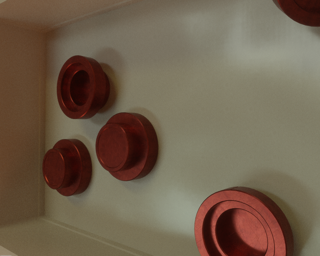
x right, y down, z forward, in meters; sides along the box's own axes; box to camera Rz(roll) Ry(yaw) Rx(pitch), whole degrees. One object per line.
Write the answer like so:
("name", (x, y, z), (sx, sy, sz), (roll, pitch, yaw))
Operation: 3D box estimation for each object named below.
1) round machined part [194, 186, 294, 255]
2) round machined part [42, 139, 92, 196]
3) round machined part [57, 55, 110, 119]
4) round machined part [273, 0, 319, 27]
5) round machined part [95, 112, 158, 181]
("round machined part", (0.088, 0.109, 0.322), (0.098, 0.042, 0.097), (0, 90, 39))
("round machined part", (-0.164, 0.068, 0.528), (0.098, 0.042, 0.097), (0, 90, 39))
("round machined part", (-0.117, -0.062, 0.490), (0.098, 0.042, 0.097), (0, 90, 39))
("round machined part", (0.137, -0.139, 0.258), (0.098, 0.098, 0.042), (-50, 25, 28))
("round machined part", (-0.053, 0.027, 0.438), (0.098, 0.042, 0.097), (0, 90, 39))
